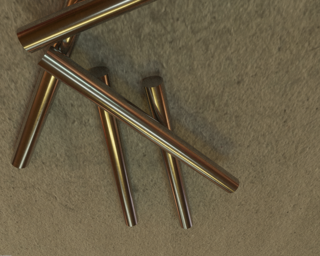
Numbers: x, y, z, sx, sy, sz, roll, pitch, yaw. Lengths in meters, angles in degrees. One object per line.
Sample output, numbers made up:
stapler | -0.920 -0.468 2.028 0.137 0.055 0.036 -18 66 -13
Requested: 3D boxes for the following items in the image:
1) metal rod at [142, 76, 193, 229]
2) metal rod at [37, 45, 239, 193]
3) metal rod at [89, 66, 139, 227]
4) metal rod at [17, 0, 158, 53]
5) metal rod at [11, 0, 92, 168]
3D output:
metal rod | 0.019 0.057 0.456 0.025 0.025 0.298 -8 130 7
metal rod | -0.006 0.005 0.376 0.301 0.025 0.025 35 122 -27
metal rod | -0.060 0.049 0.448 0.025 0.025 0.298 -3 130 2
metal rod | 0.013 -0.133 0.273 0.301 0.025 0.025 -20 128 8
metal rod | -0.129 -0.052 0.360 0.025 0.025 0.298 22 127 -18
